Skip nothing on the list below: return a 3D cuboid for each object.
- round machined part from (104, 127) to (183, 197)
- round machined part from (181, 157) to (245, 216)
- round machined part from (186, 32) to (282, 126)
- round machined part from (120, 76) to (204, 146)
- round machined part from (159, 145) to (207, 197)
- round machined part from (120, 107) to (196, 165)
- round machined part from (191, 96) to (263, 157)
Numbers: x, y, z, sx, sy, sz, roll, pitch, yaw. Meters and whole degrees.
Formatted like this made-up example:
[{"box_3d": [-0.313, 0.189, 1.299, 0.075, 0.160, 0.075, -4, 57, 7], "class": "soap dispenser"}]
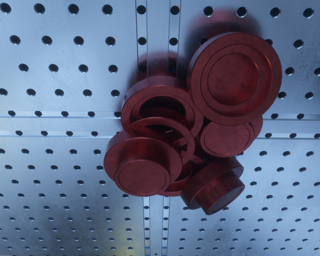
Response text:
[{"box_3d": [-0.021, 0.049, 0.386, 0.099, 0.042, 0.097, 0, 130, 0], "class": "round machined part"}, {"box_3d": [0.082, 0.087, 0.443, 0.099, 0.042, 0.098, -27, 150, -17], "class": "round machined part"}, {"box_3d": [0.077, -0.054, 0.340, 0.099, 0.042, 0.097, -2, 109, -6], "class": "round machined part"}, {"box_3d": [0.003, -0.023, 0.381, 0.099, 0.042, 0.097, 0, 130, 0], "class": "round machined part"}, {"box_3d": [0.017, 0.052, 0.444, 0.099, 0.042, 0.097, 0, 130, 0], "class": "round machined part"}, {"box_3d": [-0.004, 0.011, 0.409, 0.099, 0.042, 0.097, 0, 130, 0], "class": "round machined part"}, {"box_3d": [0.083, 0.000, 0.401, 0.099, 0.042, 0.097, 0, 130, 0], "class": "round machined part"}]
